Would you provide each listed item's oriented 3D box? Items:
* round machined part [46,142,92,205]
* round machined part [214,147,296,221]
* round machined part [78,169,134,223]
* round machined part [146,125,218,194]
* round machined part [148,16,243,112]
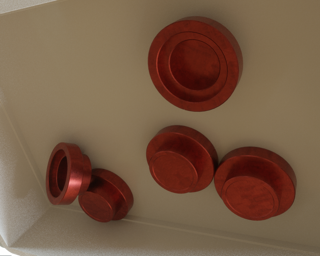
[{"bbox_3d":[-0.144,0.074,0.498,0.098,0.042,0.098,-16,69,48],"label":"round machined part"},{"bbox_3d":[0.115,0.075,0.384,0.098,0.042,0.097,13,124,21],"label":"round machined part"},{"bbox_3d":[-0.098,0.120,0.524,0.098,0.042,0.097,13,124,21],"label":"round machined part"},{"bbox_3d":[0.025,0.049,0.415,0.098,0.042,0.097,13,124,21],"label":"round machined part"},{"bbox_3d":[0.040,-0.070,0.333,0.098,0.042,0.097,13,124,21],"label":"round machined part"}]
